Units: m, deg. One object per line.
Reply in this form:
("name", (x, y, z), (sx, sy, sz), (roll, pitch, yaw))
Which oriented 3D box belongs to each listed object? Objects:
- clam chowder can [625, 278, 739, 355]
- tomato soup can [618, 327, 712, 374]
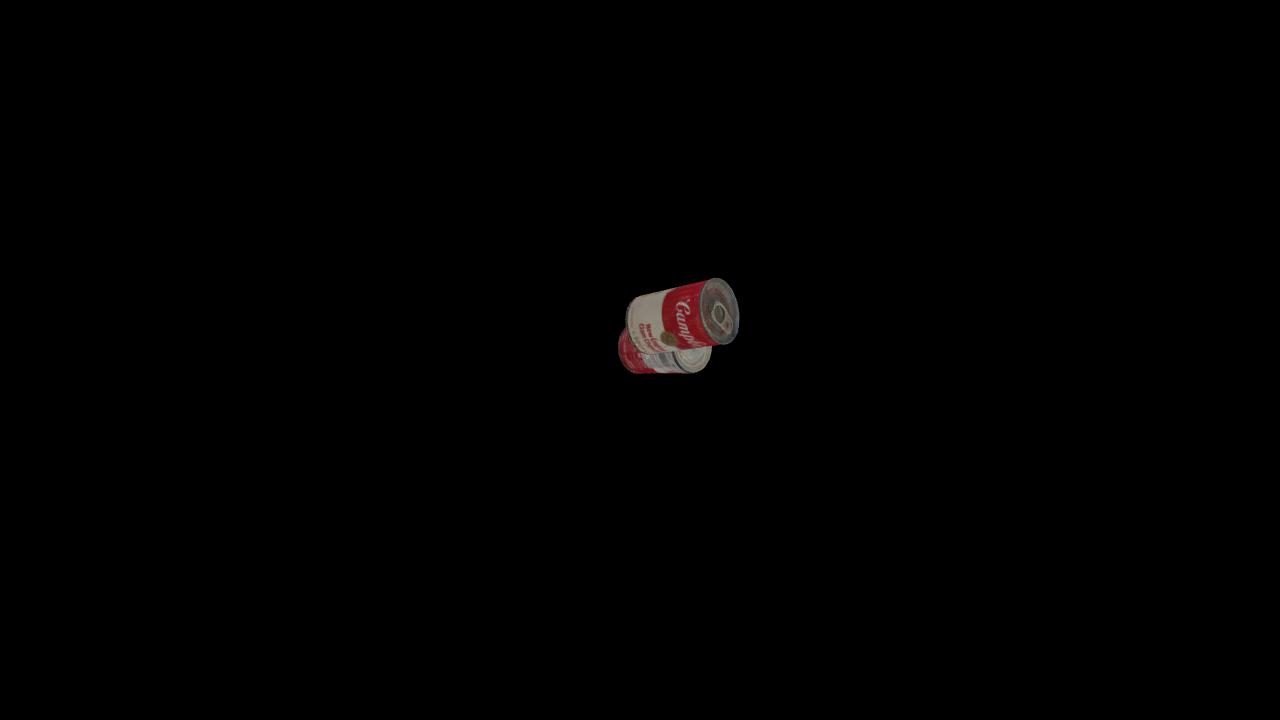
("clam chowder can", (0.043, -0.044, 0.644), (0.102, 0.068, 0.068), (-7, -5, 41))
("tomato soup can", (0.030, -0.017, 0.749), (0.068, 0.068, 0.101), (0, -1, -40))
